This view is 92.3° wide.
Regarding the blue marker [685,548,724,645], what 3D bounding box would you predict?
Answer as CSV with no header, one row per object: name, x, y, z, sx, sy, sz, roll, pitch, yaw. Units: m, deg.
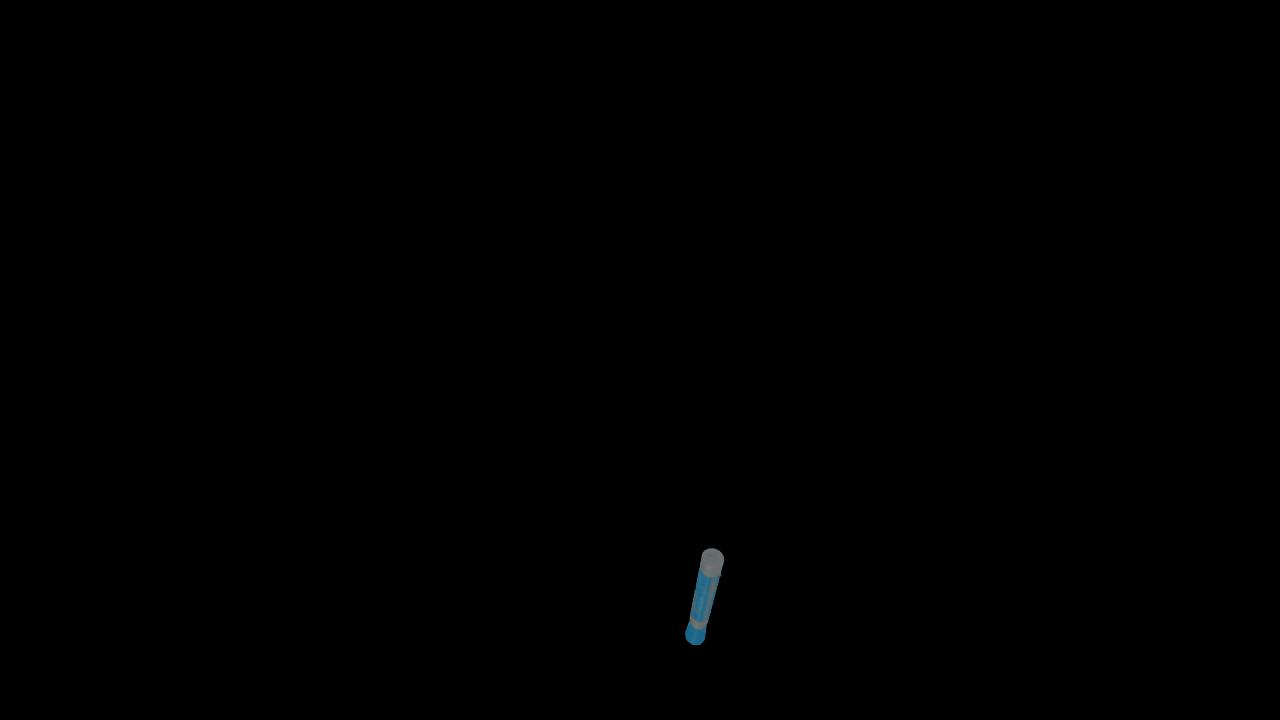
blue marker,0.056,0.212,0.542,0.020,0.121,0.020,4,35,-2
